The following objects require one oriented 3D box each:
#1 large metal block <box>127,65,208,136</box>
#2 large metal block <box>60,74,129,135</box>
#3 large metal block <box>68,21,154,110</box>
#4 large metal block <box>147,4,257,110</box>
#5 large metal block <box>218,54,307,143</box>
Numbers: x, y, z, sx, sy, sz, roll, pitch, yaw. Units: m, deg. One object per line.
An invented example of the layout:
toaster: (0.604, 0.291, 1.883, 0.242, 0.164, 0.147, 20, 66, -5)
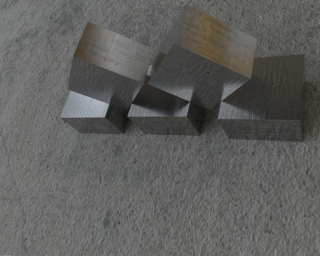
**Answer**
large metal block: (0.015, -0.037, 0.404, 0.080, 0.050, 0.080, 1, 62, 28)
large metal block: (-0.088, -0.038, 0.457, 0.080, 0.050, 0.080, 0, 62, 28)
large metal block: (-0.063, -0.072, 0.381, 0.080, 0.080, 0.050, 19, 65, -13)
large metal block: (0.042, -0.070, 0.329, 0.080, 0.080, 0.050, 137, 152, -62)
large metal block: (0.117, -0.032, 0.347, 0.080, 0.050, 0.080, 2, 62, 28)
